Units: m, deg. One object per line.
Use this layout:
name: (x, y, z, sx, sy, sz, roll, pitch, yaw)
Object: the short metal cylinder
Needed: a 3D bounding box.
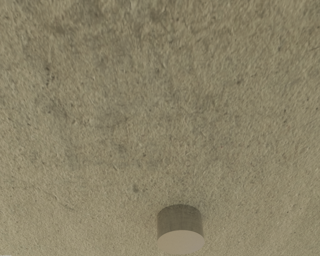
short metal cylinder: (0.035, 0.179, 0.544, 0.081, 0.050, 0.079, 0, 130, 0)
